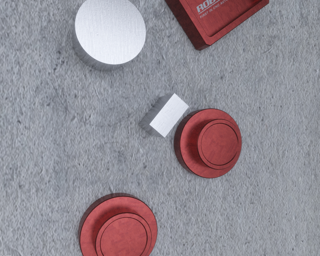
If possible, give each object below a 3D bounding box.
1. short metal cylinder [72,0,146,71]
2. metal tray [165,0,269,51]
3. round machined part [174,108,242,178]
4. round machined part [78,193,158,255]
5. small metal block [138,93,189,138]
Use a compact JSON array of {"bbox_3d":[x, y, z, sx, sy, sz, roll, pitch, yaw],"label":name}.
[{"bbox_3d":[-0.063,-0.112,0.373,0.081,0.050,0.079,0,90,-21],"label":"short metal cylinder"},{"bbox_3d":[0.083,-0.182,0.438,0.131,0.030,0.090,-38,103,-16],"label":"metal tray"},{"bbox_3d":[0.072,0.021,0.428,0.099,0.042,0.097,0,90,-21],"label":"round machined part"},{"bbox_3d":[-0.049,0.133,0.383,0.099,0.042,0.097,0,90,-21],"label":"round machined part"},{"bbox_3d":[0.003,-0.016,0.398,0.025,0.050,0.050,42,77,-16],"label":"small metal block"}]
